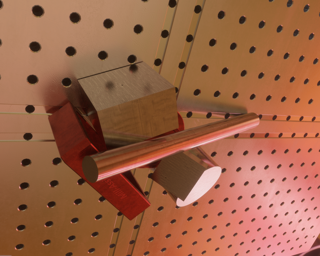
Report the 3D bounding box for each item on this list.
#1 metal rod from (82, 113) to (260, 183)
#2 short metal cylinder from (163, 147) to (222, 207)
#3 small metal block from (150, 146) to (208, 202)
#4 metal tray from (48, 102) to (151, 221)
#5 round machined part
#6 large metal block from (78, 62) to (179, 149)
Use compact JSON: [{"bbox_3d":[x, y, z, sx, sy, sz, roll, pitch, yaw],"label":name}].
[{"bbox_3d":[0.042,0.012,0.382,0.302,0.025,0.025,-13,127,-45],"label":"metal rod"},{"bbox_3d":[0.041,0.067,0.445,0.081,0.050,0.080,-29,147,-21],"label":"short metal cylinder"},{"bbox_3d":[0.024,0.054,0.387,0.050,0.050,0.025,-58,170,11],"label":"small metal block"},{"bbox_3d":[-0.068,0.040,0.357,0.030,0.090,0.130,-38,130,-3],"label":"metal tray"},{"bbox_3d":[-0.010,0.014,0.408,0.099,0.042,0.097,-14,125,-21],"label":"round machined part"},{"bbox_3d":[-0.035,-0.027,0.339,0.081,0.080,0.050,-20,126,-17],"label":"large metal block"}]
